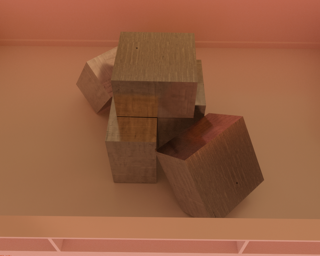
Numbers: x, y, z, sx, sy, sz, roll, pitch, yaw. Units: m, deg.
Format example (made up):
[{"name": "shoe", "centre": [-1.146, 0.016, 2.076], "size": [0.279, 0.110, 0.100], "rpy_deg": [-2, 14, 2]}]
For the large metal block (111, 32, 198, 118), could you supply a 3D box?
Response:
[{"name": "large metal block", "centre": [-0.004, -0.058, 0.331], "size": [0.080, 0.050, 0.080], "rpy_deg": [1, 50, 1]}]

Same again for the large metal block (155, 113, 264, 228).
[{"name": "large metal block", "centre": [0.054, 0.040, 0.324], "size": [0.080, 0.080, 0.050], "rpy_deg": [-34, 23, -25]}]

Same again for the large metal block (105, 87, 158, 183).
[{"name": "large metal block", "centre": [-0.028, 0.009, 0.360], "size": [0.050, 0.080, 0.080], "rpy_deg": [1, 50, 0]}]

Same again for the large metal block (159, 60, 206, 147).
[{"name": "large metal block", "centre": [0.025, -0.030, 0.391], "size": [0.050, 0.080, 0.080], "rpy_deg": [1, 50, 0]}]

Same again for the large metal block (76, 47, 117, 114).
[{"name": "large metal block", "centre": [-0.058, -0.069, 0.415], "size": [0.080, 0.080, 0.050], "rpy_deg": [-35, 94, -26]}]
